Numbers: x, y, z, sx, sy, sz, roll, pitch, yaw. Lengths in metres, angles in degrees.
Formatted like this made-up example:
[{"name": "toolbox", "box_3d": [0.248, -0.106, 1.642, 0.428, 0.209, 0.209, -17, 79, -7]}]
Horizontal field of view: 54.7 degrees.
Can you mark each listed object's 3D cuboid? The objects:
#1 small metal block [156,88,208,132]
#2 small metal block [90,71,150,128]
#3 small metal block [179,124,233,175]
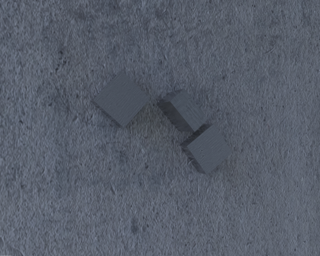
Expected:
[{"name": "small metal block", "box_3d": [0.028, -0.022, 0.406, 0.025, 0.050, 0.050, -44, 104, -15]}, {"name": "small metal block", "box_3d": [-0.050, -0.035, 0.390, 0.050, 0.025, 0.050, 44, 76, -15]}, {"name": "small metal block", "box_3d": [0.064, 0.029, 0.433, 0.050, 0.025, 0.050, -39, 103, -16]}]
